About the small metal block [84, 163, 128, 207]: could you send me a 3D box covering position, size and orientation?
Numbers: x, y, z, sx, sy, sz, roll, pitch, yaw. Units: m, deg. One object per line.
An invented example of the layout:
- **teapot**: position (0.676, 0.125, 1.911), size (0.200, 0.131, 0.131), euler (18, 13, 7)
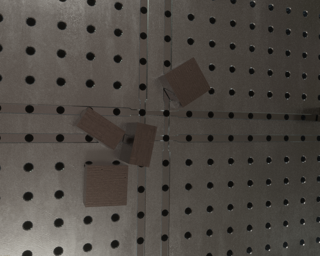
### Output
- **small metal block**: position (-0.068, 0.070, 0.388), size (0.050, 0.025, 0.050), euler (3, 89, -21)

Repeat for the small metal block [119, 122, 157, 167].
- **small metal block**: position (-0.028, 0.020, 0.390), size (0.025, 0.050, 0.050), euler (13, 86, -20)

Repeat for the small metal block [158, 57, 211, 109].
- **small metal block**: position (0.034, -0.062, 0.426), size (0.050, 0.025, 0.050), euler (-34, 101, -17)

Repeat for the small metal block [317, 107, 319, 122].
- **small metal block**: position (0.302, -0.019, 0.514), size (0.050, 0.050, 0.025), euler (10, 87, -20)

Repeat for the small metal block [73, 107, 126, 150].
- **small metal block**: position (-0.074, 0.001, 0.373), size (0.050, 0.050, 0.025), euler (35, 79, -17)
